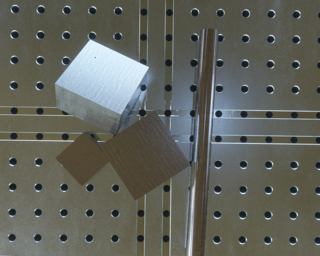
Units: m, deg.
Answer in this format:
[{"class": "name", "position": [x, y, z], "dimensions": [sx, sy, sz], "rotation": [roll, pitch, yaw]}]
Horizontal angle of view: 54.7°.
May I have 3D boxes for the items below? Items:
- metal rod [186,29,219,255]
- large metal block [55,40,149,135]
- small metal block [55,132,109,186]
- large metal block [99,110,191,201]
[{"class": "metal rod", "position": [0.056, 0.020, 0.414], "dimensions": [0.025, 0.025, 0.298], "rotation": [4, 90, -1]}, {"class": "large metal block", "position": [-0.070, -0.050, 0.382], "dimensions": [0.080, 0.050, 0.080], "rotation": [25, 57, 0]}, {"class": "small metal block", "position": [-0.100, 0.040, 0.412], "dimensions": [0.050, 0.025, 0.050], "rotation": [-43, 91, 0]}, {"class": "large metal block", "position": [-0.018, 0.033, 0.401], "dimensions": [0.080, 0.050, 0.080], "rotation": [-33, 91, 0]}]
